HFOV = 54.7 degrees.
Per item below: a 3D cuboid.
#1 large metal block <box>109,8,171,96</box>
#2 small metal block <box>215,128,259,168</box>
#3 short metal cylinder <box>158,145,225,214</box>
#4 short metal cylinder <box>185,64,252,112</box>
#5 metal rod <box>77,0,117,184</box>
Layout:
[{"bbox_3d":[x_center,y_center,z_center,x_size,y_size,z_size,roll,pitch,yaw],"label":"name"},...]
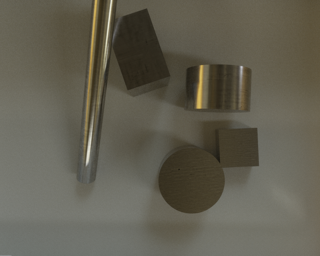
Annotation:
[{"bbox_3d":[-0.025,-0.088,0.384,0.050,0.080,0.080,-19,90,0],"label":"large metal block"},{"bbox_3d":[0.102,0.026,0.413,0.050,0.025,0.050,-3,90,-1],"label":"small metal block"},{"bbox_3d":[0.038,0.064,0.400,0.081,0.050,0.079,0,90,-1],"label":"short metal cylinder"},{"bbox_3d":[0.071,-0.046,0.385,0.081,0.080,0.050,2,90,-1],"label":"short metal cylinder"},{"bbox_3d":[-0.070,-0.065,0.348,0.025,0.025,0.298,12,115,-1],"label":"metal rod"}]
